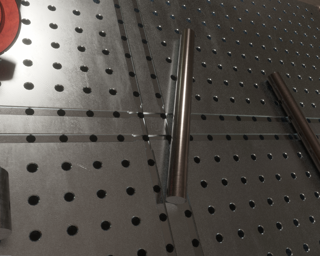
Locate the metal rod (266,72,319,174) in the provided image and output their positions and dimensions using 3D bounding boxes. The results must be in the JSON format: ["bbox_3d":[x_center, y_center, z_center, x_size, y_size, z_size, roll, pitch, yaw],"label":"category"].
[{"bbox_3d":[0.265,0.032,0.534,0.025,0.025,0.299,-8,66,-32],"label":"metal rod"}]

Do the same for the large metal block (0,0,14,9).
[{"bbox_3d":[-0.231,-0.193,0.386,0.080,0.050,0.080,34,51,-7],"label":"large metal block"}]

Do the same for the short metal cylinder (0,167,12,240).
[{"bbox_3d":[-0.163,0.065,0.245,0.081,0.080,0.050,-2,63,-29],"label":"short metal cylinder"}]

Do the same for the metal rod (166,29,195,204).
[{"bbox_3d":[0.034,-0.038,0.451,0.025,0.025,0.300,19,54,-18],"label":"metal rod"}]

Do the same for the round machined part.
[{"bbox_3d":[-0.203,-0.122,0.330,0.099,0.042,0.097,-4,102,-19],"label":"round machined part"}]
